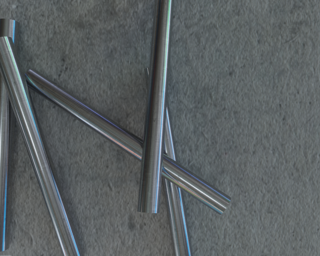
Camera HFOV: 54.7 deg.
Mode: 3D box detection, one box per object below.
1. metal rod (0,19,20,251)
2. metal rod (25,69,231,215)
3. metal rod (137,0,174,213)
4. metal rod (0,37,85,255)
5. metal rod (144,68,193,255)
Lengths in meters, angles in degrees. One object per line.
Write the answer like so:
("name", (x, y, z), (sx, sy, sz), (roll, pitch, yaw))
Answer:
("metal rod", (-0.205, 0.009, 0.407), (0.025, 0.025, 0.298), (3, 90, -1))
("metal rod", (-0.046, 0.013, 0.391), (0.301, 0.025, 0.025), (33, 90, 6))
("metal rod", (-0.003, -0.051, 0.379), (0.025, 0.025, 0.299), (4, 78, -1))
("metal rod", (-0.153, 0.034, 0.395), (0.025, 0.025, 0.298), (-17, 95, 0))
("metal rod", (0.015, 0.068, 0.410), (0.025, 0.025, 0.298), (-9, 90, 0))
